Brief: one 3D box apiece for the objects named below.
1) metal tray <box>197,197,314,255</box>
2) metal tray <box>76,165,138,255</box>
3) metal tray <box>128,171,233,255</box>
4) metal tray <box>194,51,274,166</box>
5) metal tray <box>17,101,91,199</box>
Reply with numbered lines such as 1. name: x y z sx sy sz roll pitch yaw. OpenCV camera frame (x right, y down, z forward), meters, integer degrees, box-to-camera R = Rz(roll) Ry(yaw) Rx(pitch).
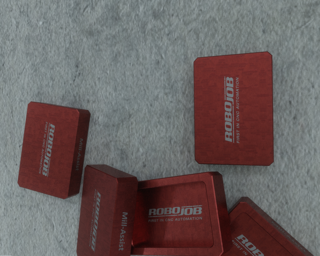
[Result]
1. metal tray: 0.119 0.158 0.364 0.130 0.030 0.090 42 103 14
2. metal tray: -0.072 0.120 0.407 0.090 0.030 0.129 9 94 51
3. metal tray: 0.016 0.106 0.378 0.130 0.030 0.090 -13 76 31
4. metal tray: 0.089 -0.021 0.375 0.090 0.030 0.129 -1 90 19
5. metal tray: -0.158 0.031 0.460 0.090 0.030 0.129 10 93 19
